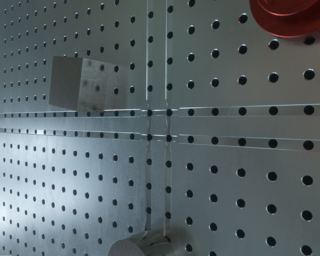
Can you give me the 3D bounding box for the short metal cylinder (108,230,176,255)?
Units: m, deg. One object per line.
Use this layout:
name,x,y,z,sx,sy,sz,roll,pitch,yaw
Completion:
short metal cylinder,-0.024,0.183,0.413,0.080,0.050,0.080,0,90,39

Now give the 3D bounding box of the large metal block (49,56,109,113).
large metal block,-0.133,-0.071,0.503,0.080,0.050,0.079,13,99,39

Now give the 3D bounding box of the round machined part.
round machined part,0.130,-0.135,0.291,0.098,0.042,0.097,0,90,40
